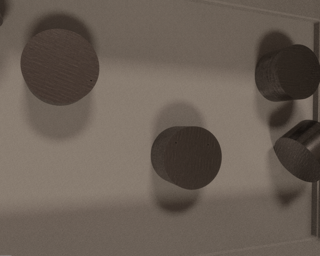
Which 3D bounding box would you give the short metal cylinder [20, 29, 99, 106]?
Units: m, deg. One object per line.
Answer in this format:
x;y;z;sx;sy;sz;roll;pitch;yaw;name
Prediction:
-0.114;-0.067;0.355;0.081;0.050;0.079;0;90;-21;short metal cylinder

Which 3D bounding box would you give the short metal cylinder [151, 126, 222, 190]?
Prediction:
0.034;0.037;0.411;0.081;0.050;0.079;0;90;-21;short metal cylinder

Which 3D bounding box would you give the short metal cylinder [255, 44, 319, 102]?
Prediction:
0.193;-0.081;0.471;0.081;0.050;0.079;0;90;-21;short metal cylinder

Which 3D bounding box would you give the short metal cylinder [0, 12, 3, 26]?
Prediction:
-0.206;-0.124;0.305;0.081;0.080;0.050;-18;97;-19;short metal cylinder

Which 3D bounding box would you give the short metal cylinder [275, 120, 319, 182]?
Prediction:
0.222;0.034;0.466;0.050;0.080;0.080;-34;102;-17;short metal cylinder
